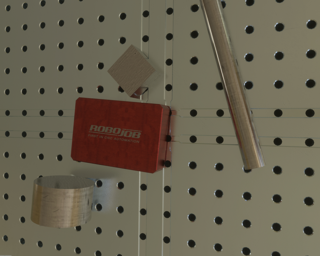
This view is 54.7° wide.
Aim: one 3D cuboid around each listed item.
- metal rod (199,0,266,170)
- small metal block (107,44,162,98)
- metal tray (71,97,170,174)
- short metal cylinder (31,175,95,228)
[{"bbox_3d":[0.079,-0.097,0.384,0.025,0.025,0.298,-16,85,19],"label":"metal rod"},{"bbox_3d":[-0.035,-0.076,0.424,0.050,0.025,0.050,-44,77,14],"label":"small metal block"},{"bbox_3d":[-0.057,0.008,0.429,0.130,0.030,0.089,6,92,19],"label":"metal tray"},{"bbox_3d":[-0.134,0.099,0.429,0.080,0.080,0.050,6,92,19],"label":"short metal cylinder"}]
